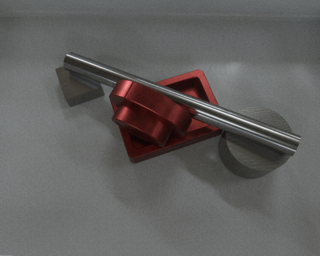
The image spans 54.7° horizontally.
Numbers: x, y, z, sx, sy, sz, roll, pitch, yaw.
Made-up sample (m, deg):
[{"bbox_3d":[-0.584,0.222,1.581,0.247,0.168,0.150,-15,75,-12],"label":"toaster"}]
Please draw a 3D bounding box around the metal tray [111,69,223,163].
[{"bbox_3d":[0.010,-0.017,0.411,0.131,0.030,0.090,-18,71,-7],"label":"metal tray"}]

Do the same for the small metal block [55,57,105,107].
[{"bbox_3d":[-0.111,-0.064,0.430,0.050,0.025,0.050,-21,72,-8],"label":"small metal block"}]

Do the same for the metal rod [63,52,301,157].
[{"bbox_3d":[0.015,-0.035,0.377,0.301,0.025,0.025,22,71,14],"label":"metal rod"}]

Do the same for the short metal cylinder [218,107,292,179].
[{"bbox_3d":[0.118,0.020,0.389,0.081,0.050,0.080,0,70,0],"label":"short metal cylinder"}]

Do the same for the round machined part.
[{"bbox_3d":[-0.016,-0.012,0.360,0.098,0.098,0.042,26,80,9],"label":"round machined part"}]
